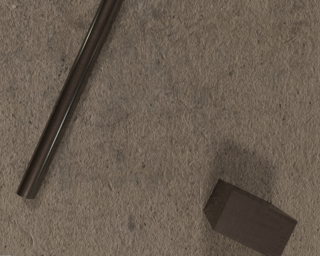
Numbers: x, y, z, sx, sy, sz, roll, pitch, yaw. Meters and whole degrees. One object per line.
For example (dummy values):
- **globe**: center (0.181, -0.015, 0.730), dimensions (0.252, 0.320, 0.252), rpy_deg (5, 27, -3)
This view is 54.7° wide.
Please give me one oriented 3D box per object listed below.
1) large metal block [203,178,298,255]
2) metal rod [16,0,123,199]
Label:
- **large metal block**: center (0.106, 0.109, 0.384), dimensions (0.080, 0.080, 0.050), rpy_deg (26, 90, -1)
- **metal rod**: center (-0.116, -0.049, 0.408), dimensions (0.025, 0.025, 0.299), rpy_deg (24, 90, -1)
